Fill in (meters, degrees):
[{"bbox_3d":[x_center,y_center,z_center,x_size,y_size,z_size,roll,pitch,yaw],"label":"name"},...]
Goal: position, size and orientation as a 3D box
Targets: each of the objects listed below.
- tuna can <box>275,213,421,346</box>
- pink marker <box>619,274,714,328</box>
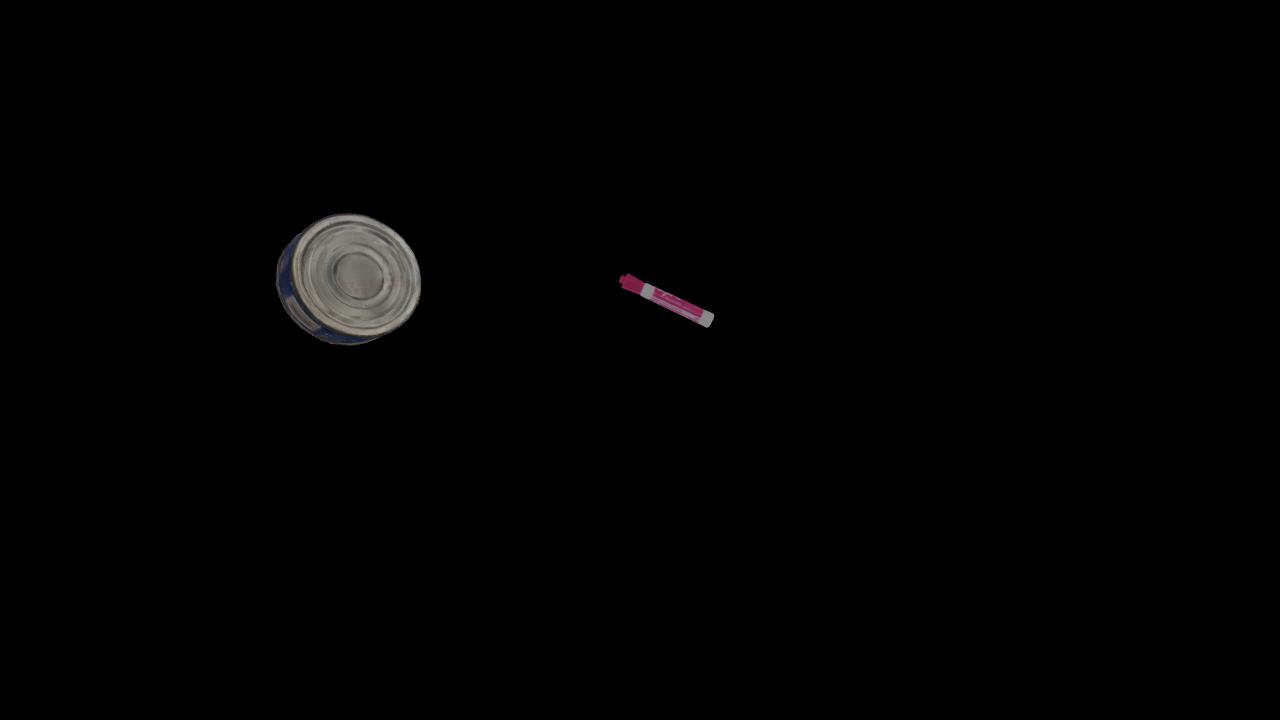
[{"bbox_3d":[-0.191,-0.053,0.409,0.084,0.084,0.034,0,-6,-42],"label":"tuna can"},{"bbox_3d":[0.031,-0.071,0.733,0.121,0.020,0.020,24,-4,-9],"label":"pink marker"}]
